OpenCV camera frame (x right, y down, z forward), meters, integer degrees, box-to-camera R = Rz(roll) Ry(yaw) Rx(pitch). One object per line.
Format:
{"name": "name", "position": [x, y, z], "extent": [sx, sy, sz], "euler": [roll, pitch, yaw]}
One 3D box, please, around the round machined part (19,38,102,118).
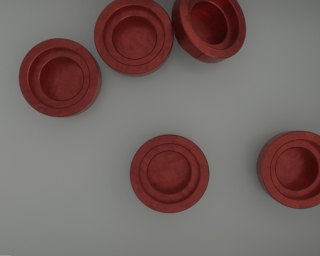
{"name": "round machined part", "position": [-0.125, -0.062, 0.401], "extent": [0.099, 0.042, 0.097], "euler": [0, 90, -1]}

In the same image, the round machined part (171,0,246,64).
{"name": "round machined part", "position": [0.057, -0.128, 0.391], "extent": [0.099, 0.042, 0.097], "euler": [4, 81, -27]}

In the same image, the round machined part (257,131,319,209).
{"name": "round machined part", "position": [0.175, 0.052, 0.405], "extent": [0.099, 0.042, 0.097], "euler": [0, 90, -1]}

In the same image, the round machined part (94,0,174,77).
{"name": "round machined part", "position": [-0.032, -0.115, 0.402], "extent": [0.099, 0.042, 0.097], "euler": [0, 90, 0]}

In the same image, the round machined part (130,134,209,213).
{"name": "round machined part", "position": [0.012, 0.057, 0.403], "extent": [0.099, 0.042, 0.097], "euler": [0, 90, -1]}
